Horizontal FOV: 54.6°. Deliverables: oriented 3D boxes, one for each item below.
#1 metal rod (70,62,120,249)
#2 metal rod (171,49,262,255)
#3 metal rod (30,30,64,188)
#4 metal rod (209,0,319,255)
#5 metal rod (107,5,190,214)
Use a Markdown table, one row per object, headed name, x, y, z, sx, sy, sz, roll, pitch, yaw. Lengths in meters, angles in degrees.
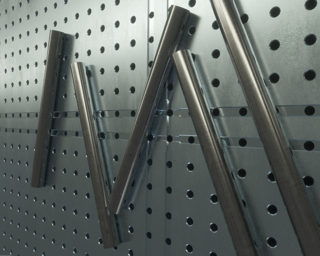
| name | x | y | z | sx | sy | sz | roll | pitch | yaw |
| --- | --- | --- | --- | --- | --- | --- | --- | --- | --- |
| metal rod | -0.106 | 0.036 | 0.498 | 0.025 | 0.025 | 0.299 | -22 | 76 | 38 |
| metal rod | 0.068 | 0.047 | 0.353 | 0.025 | 0.025 | 0.299 | -27 | 73 | 37 |
| metal rod | -0.215 | -0.032 | 0.588 | 0.025 | 0.025 | 0.298 | 18 | 101 | 39 |
| metal rod | 0.109 | -0.011 | 0.319 | 0.025 | 0.025 | 0.299 | -26 | 74 | 37 |
| metal rod | -0.021 | -0.014 | 0.427 | 0.025 | 0.025 | 0.298 | 30 | 109 | 36 |
